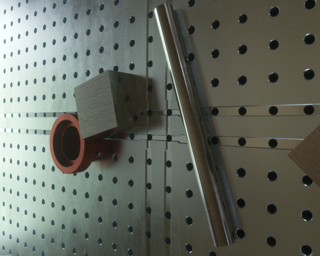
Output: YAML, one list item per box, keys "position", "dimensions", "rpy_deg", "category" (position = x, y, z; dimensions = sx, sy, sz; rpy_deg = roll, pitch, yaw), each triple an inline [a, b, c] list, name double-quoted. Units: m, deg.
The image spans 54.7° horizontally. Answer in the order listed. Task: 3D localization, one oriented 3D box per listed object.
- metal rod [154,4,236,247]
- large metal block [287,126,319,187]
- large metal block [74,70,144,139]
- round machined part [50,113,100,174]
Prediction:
- position: [0.039, -0.013, 0.377]
  dimensions: [0.025, 0.025, 0.299]
  rpy_deg: [-22, 76, 38]
  category: "metal rod"
- position: [0.170, 0.023, 0.253]
  dimensions: [0.080, 0.050, 0.080]
  rpy_deg: [52, 120, 27]
  category: "large metal block"
- position: [-0.077, -0.031, 0.457]
  dimensions: [0.080, 0.050, 0.080]
  rpy_deg: [-18, 79, 38]
  category: "large metal block"
- position: [-0.136, 0.024, 0.511]
  dimensions: [0.098, 0.042, 0.097]
  rpy_deg: [0, 90, 40]
  category: "round machined part"
